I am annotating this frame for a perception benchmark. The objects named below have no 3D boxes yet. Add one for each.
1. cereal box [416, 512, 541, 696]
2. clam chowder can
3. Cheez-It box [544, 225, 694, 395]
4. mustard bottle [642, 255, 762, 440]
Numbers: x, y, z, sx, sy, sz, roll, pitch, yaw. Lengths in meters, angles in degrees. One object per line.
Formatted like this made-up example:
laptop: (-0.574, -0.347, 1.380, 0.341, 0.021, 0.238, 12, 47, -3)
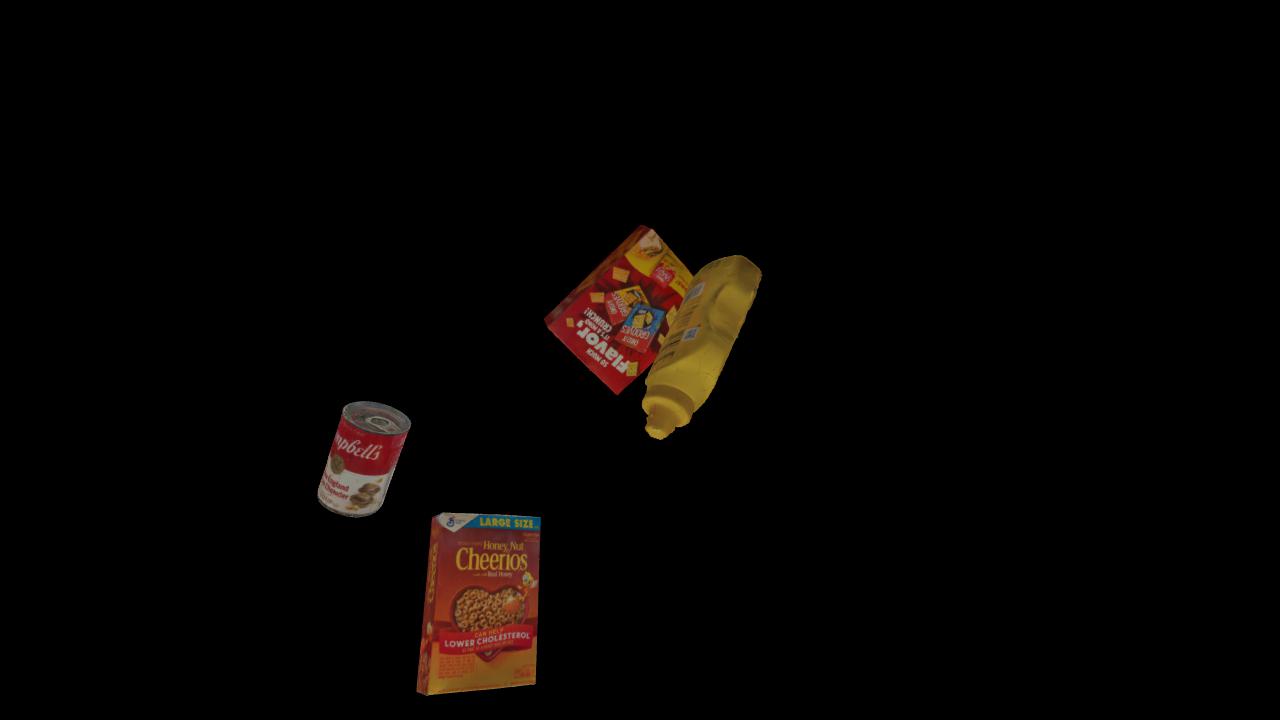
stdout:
cereal box: (-0.294, 0.446, 1.152, 0.203, 0.306, 0.081, 14, -26, -33)
clam chowder can: (-0.289, 0.103, 0.644, 0.068, 0.102, 0.068, 22, 13, -5)
Cheez-It box: (-0.016, -0.078, 0.982, 0.166, 0.223, 0.071, 45, 2, -22)
mustard bottle: (0.046, -0.008, 0.539, 0.054, 0.184, 0.092, 40, -37, -18)
